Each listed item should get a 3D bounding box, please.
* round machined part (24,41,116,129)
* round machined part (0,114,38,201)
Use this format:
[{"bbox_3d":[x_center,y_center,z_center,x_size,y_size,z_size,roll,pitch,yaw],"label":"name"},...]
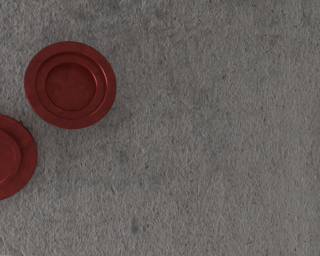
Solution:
[{"bbox_3d":[-0.104,-0.047,0.361,0.099,0.042,0.097,0,90,-20],"label":"round machined part"},{"bbox_3d":[-0.185,0.032,0.332,0.099,0.042,0.097,0,90,-20],"label":"round machined part"}]
